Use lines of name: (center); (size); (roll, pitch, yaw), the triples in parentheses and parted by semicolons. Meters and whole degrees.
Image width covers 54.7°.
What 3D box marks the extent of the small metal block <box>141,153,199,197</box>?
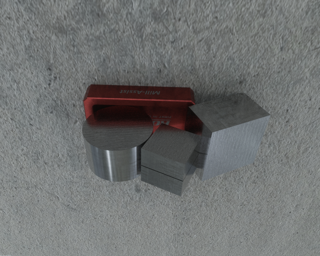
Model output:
small metal block: (0.012, 0.045, 0.361); (0.050, 0.050, 0.025); (19, 131, 18)

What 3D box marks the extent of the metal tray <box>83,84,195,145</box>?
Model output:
metal tray: (-0.025, -0.009, 0.397); (0.131, 0.030, 0.089); (2, 130, -2)

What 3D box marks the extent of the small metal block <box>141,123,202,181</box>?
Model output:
small metal block: (0.013, 0.025, 0.345); (0.050, 0.050, 0.025); (19, 131, 18)

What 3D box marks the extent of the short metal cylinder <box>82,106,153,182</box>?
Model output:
short metal cylinder: (-0.048, 0.017, 0.370); (0.081, 0.080, 0.050); (1, 130, -1)

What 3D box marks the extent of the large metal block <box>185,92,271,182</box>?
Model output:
large metal block: (0.078, 0.010, 0.383); (0.081, 0.050, 0.079); (-15, 134, -22)
